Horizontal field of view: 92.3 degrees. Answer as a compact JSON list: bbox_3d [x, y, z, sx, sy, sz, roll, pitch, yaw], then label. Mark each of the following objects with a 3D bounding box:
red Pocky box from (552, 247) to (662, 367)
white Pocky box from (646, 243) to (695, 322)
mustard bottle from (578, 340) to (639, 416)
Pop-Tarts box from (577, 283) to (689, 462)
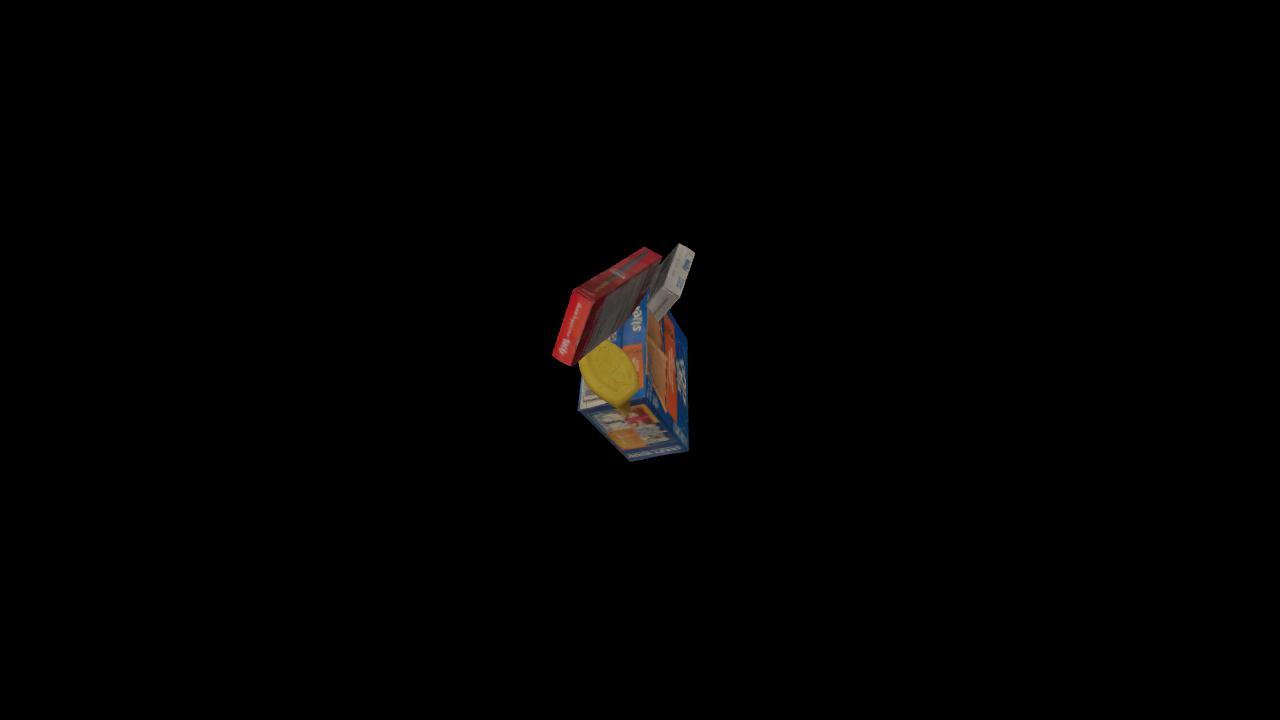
[{"bbox_3d":[-0.031,-0.060,0.640,0.028,0.083,0.155,33,35,10],"label":"red Pocky box"},{"bbox_3d":[0.009,-0.066,0.748,0.028,0.084,0.154,29,-40,-13],"label":"white Pocky box"},{"bbox_3d":[-0.014,0.049,0.728,0.092,0.054,0.184,44,-9,29],"label":"mustard bottle"},{"bbox_3d":[-0.001,0.013,0.735,0.083,0.167,0.141,-11,-36,20],"label":"Pop-Tarts box"}]
